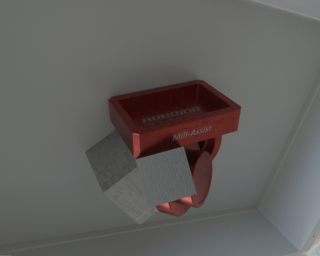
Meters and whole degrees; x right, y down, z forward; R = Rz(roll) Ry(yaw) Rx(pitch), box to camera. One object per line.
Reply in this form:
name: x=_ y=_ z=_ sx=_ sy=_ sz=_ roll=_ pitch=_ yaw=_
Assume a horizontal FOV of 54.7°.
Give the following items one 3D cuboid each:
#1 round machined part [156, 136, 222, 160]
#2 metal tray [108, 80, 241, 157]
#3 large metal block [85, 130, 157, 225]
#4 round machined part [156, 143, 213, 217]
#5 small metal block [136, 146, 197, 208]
round machined part: x=0.033 y=0.018 z=0.428 sx=0.099 sy=0.042 sz=0.097 roll=-14 pitch=125 yaw=-21
metal tray: x=0.016 y=-0.017 z=0.364 sx=0.131 sy=0.090 sz=0.030 roll=-14 pitch=125 yaw=-21
large metal block: x=-0.040 y=0.060 z=0.388 sx=0.050 sy=0.080 sz=0.080 roll=-38 pitch=130 yaw=-3
round machined part: x=0.033 y=0.059 z=0.377 sx=0.099 sy=0.042 sz=0.097 roll=-21 pitch=114 yaw=-59
small metal block: x=0.006 y=0.050 z=0.322 sx=0.050 sy=0.025 sz=0.050 roll=-15 pitch=87 yaw=-5
